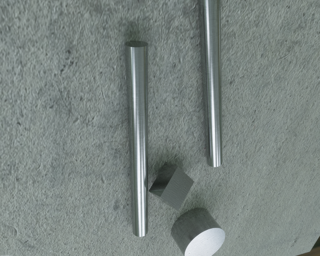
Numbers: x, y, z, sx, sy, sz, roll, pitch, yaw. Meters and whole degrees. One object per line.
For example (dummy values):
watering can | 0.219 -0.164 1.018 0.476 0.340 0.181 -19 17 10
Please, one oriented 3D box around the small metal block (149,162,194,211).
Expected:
small metal block | 0.018 0.087 0.461 0.050 0.025 0.050 46 68 -40

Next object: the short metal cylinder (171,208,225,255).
short metal cylinder | 0.067 0.188 0.546 0.081 0.050 0.079 -14 125 -21

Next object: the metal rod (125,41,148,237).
metal rod | -0.028 0.036 0.414 0.025 0.025 0.298 -13 124 -22

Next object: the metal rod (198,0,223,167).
metal rod | 0.068 -0.068 0.403 0.025 0.025 0.298 -21 127 -17
